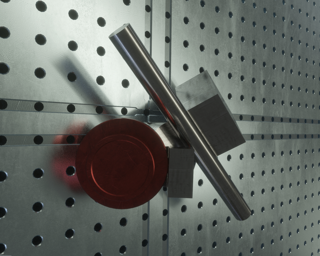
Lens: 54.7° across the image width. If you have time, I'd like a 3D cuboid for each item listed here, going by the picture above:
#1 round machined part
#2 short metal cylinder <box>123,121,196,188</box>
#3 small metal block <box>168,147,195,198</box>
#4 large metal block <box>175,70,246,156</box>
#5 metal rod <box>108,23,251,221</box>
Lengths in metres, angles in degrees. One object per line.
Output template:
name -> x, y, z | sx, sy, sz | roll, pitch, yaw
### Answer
round machined part -> -0.040, 0.038, 0.327 | 0.099, 0.042, 0.097 | 0, 93, -2
short metal cylinder -> 0.000, 0.031, 0.388 | 0.081, 0.050, 0.079 | 0, 90, -40
small metal block -> 0.022, 0.046, 0.339 | 0.025, 0.050, 0.050 | 3, 89, 0
large metal block -> 0.065, -0.020, 0.415 | 0.080, 0.050, 0.080 | 54, 16, -27
metal rod -> 0.038, 0.012, 0.372 | 0.025, 0.025, 0.300 | -51, 120, -28
